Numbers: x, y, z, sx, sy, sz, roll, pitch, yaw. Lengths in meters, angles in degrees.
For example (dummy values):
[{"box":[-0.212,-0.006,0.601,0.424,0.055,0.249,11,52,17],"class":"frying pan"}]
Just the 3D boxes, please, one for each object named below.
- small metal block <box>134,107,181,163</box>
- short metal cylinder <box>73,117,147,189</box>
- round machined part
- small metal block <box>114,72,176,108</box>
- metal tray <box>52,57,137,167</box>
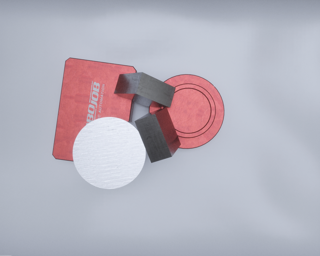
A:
[{"box":[-0.001,0.006,0.358,0.025,0.050,0.050,-19,97,18],"class":"small metal block"},{"box":[-0.056,0.027,0.367,0.081,0.050,0.079,0,90,-1],"class":"short metal cylinder"},{"box":[0.035,-0.021,0.401,0.099,0.042,0.097,0,90,-1],"class":"round machined part"},{"box":[-0.019,-0.045,0.372,0.050,0.050,0.025,19,83,-37],"class":"small metal block"},{"box":[-0.083,-0.020,0.404,0.091,0.030,0.129,8,90,-1],"class":"metal tray"}]
